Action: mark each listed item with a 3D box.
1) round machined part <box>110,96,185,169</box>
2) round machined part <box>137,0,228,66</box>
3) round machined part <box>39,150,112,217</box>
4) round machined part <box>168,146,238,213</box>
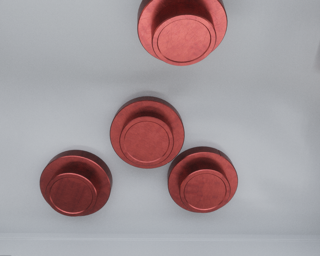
[{"bbox_3d":[-0.017,0.011,0.406,0.099,0.042,0.097,0,110,-1],"label":"round machined part"},{"bbox_3d":[0.025,-0.107,0.339,0.099,0.042,0.097,-2,144,-1],"label":"round machined part"},{"bbox_3d":[-0.118,0.083,0.431,0.099,0.042,0.097,0,110,-1],"label":"round machined part"},{"bbox_3d":[0.060,0.078,0.432,0.099,0.042,0.097,0,110,-1],"label":"round machined part"}]
